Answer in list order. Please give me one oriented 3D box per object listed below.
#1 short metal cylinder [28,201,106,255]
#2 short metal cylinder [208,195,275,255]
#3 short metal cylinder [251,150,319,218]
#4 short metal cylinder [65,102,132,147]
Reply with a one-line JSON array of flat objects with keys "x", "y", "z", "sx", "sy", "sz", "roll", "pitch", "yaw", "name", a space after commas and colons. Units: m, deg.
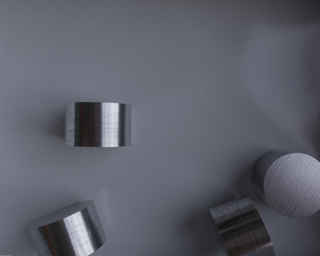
[{"x": -0.113, "y": 0.129, "z": 0.383, "sx": 0.080, "sy": 0.080, "sz": 0.050, "roll": -19, "pitch": 90, "yaw": 0, "name": "short metal cylinder"}, {"x": 0.099, "y": 0.131, "z": 0.385, "sx": 0.050, "sy": 0.080, "sz": 0.080, "roll": -21, "pitch": 90, "yaw": 0, "name": "short metal cylinder"}, {"x": 0.166, "y": 0.070, "z": 0.401, "sx": 0.081, "sy": 0.050, "sz": 0.079, "roll": 0, "pitch": 90, "yaw": -1, "name": "short metal cylinder"}, {"x": -0.076, "y": -0.004, "z": 0.383, "sx": 0.081, "sy": 0.080, "sz": 0.050, "roll": 1, "pitch": 90, "yaw": -1, "name": "short metal cylinder"}]
